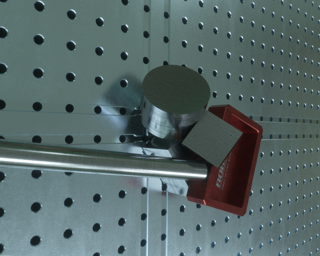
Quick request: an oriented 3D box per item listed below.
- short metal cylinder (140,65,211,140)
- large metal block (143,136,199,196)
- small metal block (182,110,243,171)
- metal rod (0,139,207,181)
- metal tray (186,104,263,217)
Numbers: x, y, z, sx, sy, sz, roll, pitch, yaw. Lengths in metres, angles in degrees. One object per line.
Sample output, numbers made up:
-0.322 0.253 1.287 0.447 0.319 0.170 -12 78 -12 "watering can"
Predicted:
0.017 -0.032 0.381 0.080 0.080 0.050 -42 159 -32 "short metal cylinder"
0.036 0.035 0.424 0.080 0.050 0.080 -43 116 -32 "large metal block"
0.062 0.015 0.369 0.050 0.050 0.025 -53 163 -7 "small metal block"
-0.081 0.031 0.304 0.302 0.025 0.025 9 84 -29 "metal rod"
0.090 0.044 0.415 0.090 0.030 0.130 26 73 -37 "metal tray"
